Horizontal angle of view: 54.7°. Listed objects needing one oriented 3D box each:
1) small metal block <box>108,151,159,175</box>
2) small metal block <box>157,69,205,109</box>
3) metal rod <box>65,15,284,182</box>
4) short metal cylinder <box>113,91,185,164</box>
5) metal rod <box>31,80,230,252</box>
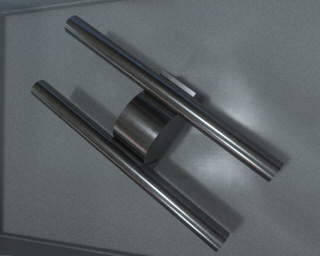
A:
[{"bbox_3d":[-0.036,0.040,0.407,0.050,0.050,0.025,38,102,15],"label":"small metal block"},{"bbox_3d":[0.023,-0.045,0.386,0.050,0.050,0.025,38,102,15],"label":"small metal block"},{"bbox_3d":[0.003,-0.043,0.354,0.300,0.025,0.025,38,102,15],"label":"metal rod"},{"bbox_3d":[-0.012,-0.003,0.383,0.050,0.080,0.080,38,102,15],"label":"short metal cylinder"},{"bbox_3d":[-0.047,0.035,0.373,0.300,0.025,0.025,38,102,16],"label":"metal rod"}]
